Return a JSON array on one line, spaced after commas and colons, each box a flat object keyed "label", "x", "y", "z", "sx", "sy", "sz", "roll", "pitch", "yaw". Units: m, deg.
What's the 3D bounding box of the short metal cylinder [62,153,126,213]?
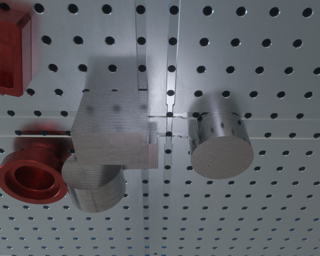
[{"label": "short metal cylinder", "x": -0.091, "y": 0.071, "z": 0.435, "sx": 0.080, "sy": 0.080, "sz": 0.050, "roll": -2, "pitch": 130, "yaw": 2}]

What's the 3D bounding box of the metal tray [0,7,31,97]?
[{"label": "metal tray", "x": -0.210, "y": -0.089, "z": 0.330, "sx": 0.131, "sy": 0.030, "sz": 0.089, "roll": 11, "pitch": 129, "yaw": -10}]

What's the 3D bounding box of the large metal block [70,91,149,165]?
[{"label": "large metal block", "x": -0.054, "y": -0.002, "z": 0.373, "sx": 0.081, "sy": 0.080, "sz": 0.050, "roll": 0, "pitch": 130, "yaw": 0}]

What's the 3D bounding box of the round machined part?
[{"label": "round machined part", "x": -0.181, "y": 0.066, "z": 0.455, "sx": 0.099, "sy": 0.042, "sz": 0.097, "roll": 0, "pitch": 130, "yaw": 0}]

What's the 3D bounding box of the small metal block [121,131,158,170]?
[{"label": "small metal block", "x": -0.029, "y": 0.032, "z": 0.439, "sx": 0.050, "sy": 0.025, "sz": 0.050, "roll": -2, "pitch": 130, "yaw": 1}]

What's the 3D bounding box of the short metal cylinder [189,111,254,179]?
[{"label": "short metal cylinder", "x": 0.080, "y": 0.024, "z": 0.416, "sx": 0.081, "sy": 0.050, "sz": 0.079, "roll": 0, "pitch": 130, "yaw": 0}]
